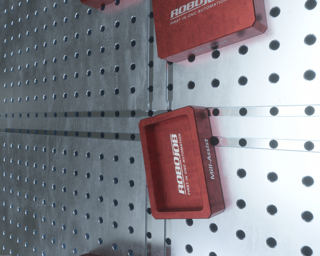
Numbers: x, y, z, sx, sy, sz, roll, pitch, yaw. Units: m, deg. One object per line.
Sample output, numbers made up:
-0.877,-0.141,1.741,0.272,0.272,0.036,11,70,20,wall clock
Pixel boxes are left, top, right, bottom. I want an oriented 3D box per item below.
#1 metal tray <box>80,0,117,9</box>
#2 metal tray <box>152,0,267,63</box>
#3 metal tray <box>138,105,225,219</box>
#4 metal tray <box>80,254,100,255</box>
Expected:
-0.085,-0.263,0.478,0.090,0.030,0.129,-2,89,40,metal tray
0.052,-0.138,0.364,0.130,0.030,0.090,-10,84,39,metal tray
0.023,0.045,0.387,0.090,0.030,0.129,-15,81,39,metal tray
-0.104,0.220,0.454,0.130,0.091,0.030,-10,84,39,metal tray
